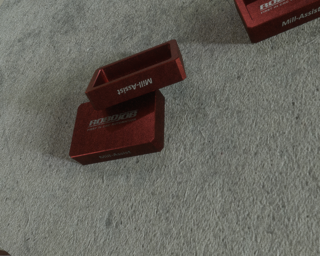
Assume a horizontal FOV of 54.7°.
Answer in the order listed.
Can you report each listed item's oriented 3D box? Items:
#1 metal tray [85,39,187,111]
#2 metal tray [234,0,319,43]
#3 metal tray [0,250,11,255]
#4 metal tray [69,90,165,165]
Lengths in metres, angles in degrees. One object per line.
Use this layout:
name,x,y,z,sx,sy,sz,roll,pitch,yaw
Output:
metal tray,-0.032,-0.076,0.434,0.130,0.030,0.090,-19,30,10
metal tray,0.173,-0.178,0.418,0.130,0.030,0.090,-20,54,16
metal tray,-0.214,0.227,0.373,0.090,0.030,0.130,15,69,34
metal tray,-0.059,-0.003,0.434,0.130,0.030,0.090,-12,57,21
